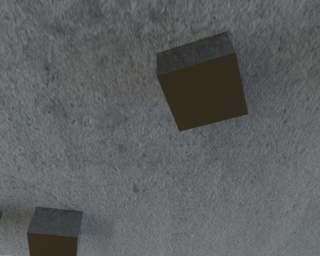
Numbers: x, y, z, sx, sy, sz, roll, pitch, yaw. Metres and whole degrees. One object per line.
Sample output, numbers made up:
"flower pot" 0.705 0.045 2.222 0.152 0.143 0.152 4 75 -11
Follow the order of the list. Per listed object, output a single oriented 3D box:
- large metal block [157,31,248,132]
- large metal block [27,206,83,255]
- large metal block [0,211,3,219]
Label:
"large metal block" 0.048 -0.050 0.349 0.080 0.050 0.080 -15 129 12
"large metal block" -0.183 0.188 0.548 0.081 0.050 0.079 9 130 -8
"large metal block" -0.324 0.168 0.509 0.080 0.080 0.050 -13 129 10
